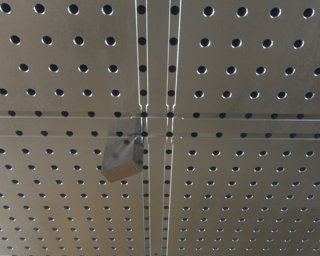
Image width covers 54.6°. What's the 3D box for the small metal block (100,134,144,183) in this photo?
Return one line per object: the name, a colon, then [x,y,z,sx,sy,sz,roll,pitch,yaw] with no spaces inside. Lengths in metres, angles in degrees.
small metal block: [-0.051,0.043,0.431,0.050,0.050,0.025,-22,127,18]
